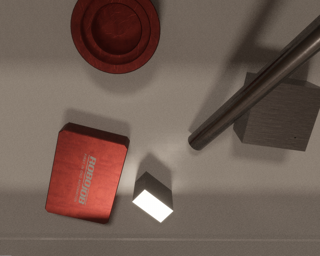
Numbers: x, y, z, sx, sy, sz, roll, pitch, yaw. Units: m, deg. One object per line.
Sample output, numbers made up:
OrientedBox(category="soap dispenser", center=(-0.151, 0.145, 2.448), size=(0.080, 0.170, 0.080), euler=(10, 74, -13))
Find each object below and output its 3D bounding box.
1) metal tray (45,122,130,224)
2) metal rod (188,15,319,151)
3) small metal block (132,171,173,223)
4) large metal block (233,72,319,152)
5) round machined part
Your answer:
OrientedBox(category="metal tray", center=(-0.101, 0.065, 0.431), size=(0.091, 0.030, 0.129), euler=(14, 109, -6))
OrientedBox(category="metal rod", center=(0.122, -0.060, 0.320), size=(0.025, 0.025, 0.298), euler=(32, 134, -12))
OrientedBox(category="small metal block", center=(-0.009, 0.095, 0.433), size=(0.050, 0.050, 0.025), euler=(40, 105, -14))
OrientedBox(category="large metal block", center=(0.146, -0.022, 0.392), size=(0.081, 0.050, 0.079), euler=(8, 110, -4))
OrientedBox(category="round machined part", center=(-0.049, -0.115, 0.359), size=(0.099, 0.042, 0.097), euler=(0, 110, -1))
